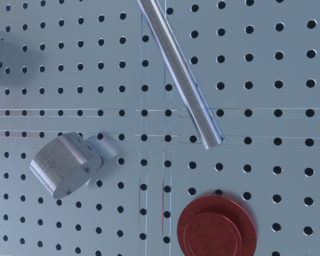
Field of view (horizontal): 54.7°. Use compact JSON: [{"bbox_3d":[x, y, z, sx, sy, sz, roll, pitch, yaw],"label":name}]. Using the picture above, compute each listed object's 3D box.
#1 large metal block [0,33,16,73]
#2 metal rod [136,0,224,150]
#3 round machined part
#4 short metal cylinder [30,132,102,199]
[{"bbox_3d":[-0.291,-0.119,0.484,0.050,0.080,0.080,38,102,16],"label":"large metal block"},{"bbox_3d":[0.008,-0.112,0.409,0.025,0.025,0.299,-27,82,18],"label":"metal rod"},{"bbox_3d":[0.067,0.132,0.379,0.098,0.042,0.097,0,90,19],"label":"round machined part"},{"bbox_3d":[-0.128,0.051,0.427,0.050,0.080,0.080,45,104,14],"label":"short metal cylinder"}]
